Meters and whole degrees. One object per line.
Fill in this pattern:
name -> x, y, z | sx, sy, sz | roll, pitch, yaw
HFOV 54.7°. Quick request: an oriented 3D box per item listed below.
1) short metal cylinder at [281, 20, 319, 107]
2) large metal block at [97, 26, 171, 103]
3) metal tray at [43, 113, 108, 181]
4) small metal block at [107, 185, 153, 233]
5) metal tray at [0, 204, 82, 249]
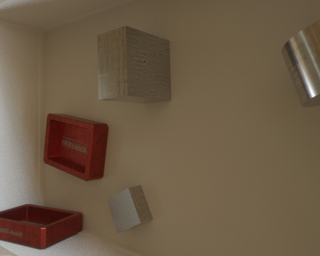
short metal cylinder -> 0.147, -0.055, 0.249 | 0.080, 0.081, 0.050 | -24, 75, 37
large metal block -> -0.031, -0.075, 0.395 | 0.050, 0.081, 0.079 | -3, 88, 40
metal tray -> -0.144, 0.028, 0.519 | 0.130, 0.030, 0.089 | 12, 97, 39
small metal block -> -0.044, 0.115, 0.441 | 0.050, 0.025, 0.050 | -34, 69, 34
metal tray -> -0.208, 0.158, 0.512 | 0.130, 0.090, 0.030 | 1, 91, 25
